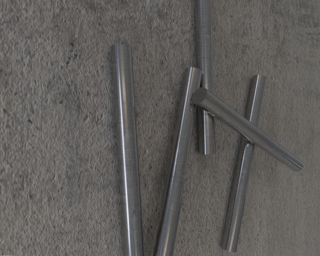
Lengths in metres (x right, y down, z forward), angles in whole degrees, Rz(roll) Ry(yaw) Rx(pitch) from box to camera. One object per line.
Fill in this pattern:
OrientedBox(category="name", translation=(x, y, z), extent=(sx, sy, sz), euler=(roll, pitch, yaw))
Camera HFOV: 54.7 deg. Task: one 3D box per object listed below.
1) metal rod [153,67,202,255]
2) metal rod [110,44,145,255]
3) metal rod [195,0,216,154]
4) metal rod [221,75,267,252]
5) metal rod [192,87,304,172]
OrientedBox(category="metal rod", translation=(0.022, 0.061, 0.410), extent=(0.025, 0.025, 0.299), euler=(21, 73, -38))
OrientedBox(category="metal rod", translation=(-0.037, 0.053, 0.373), extent=(0.025, 0.025, 0.298), euler=(-6, 94, -40))
OrientedBox(category="metal rod", translation=(0.066, -0.111, 0.459), extent=(0.025, 0.025, 0.298), euler=(-3, 92, -40))
OrientedBox(category="metal rod", translation=(0.144, 0.053, 0.525), extent=(0.025, 0.025, 0.299), euler=(22, 76, -38))
OrientedBox(category="metal rod", translation=(0.157, 0.014, 0.502), extent=(0.301, 0.025, 0.025), euler=(29, 72, -37))
